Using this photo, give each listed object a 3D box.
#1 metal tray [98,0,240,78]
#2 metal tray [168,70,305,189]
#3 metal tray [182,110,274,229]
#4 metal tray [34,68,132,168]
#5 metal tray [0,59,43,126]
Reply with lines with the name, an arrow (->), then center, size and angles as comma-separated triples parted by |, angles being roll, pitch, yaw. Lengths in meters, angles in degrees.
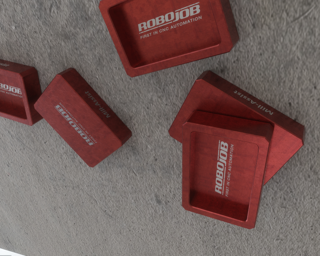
metal tray -> 0.008, -0.112, 0.329 | 0.130, 0.030, 0.090 | -8, 114, 32
metal tray -> 0.085, 0.004, 0.361 | 0.130, 0.030, 0.089 | 32, 129, 7
metal tray -> 0.073, 0.050, 0.356 | 0.090, 0.030, 0.129 | 12, 124, 21
metal tray -> -0.115, -0.012, 0.457 | 0.130, 0.030, 0.090 | 49, 129, -7
metal tray -> -0.251, -0.062, 0.497 | 0.130, 0.030, 0.089 | 15, 125, 19
